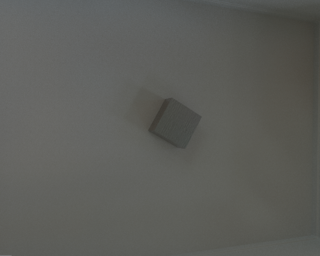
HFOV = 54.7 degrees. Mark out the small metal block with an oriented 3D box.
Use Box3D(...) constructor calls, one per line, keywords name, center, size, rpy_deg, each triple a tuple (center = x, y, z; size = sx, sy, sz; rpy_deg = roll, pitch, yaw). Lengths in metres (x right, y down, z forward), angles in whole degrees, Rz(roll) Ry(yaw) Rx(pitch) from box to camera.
Box3D(name="small metal block", center=(0.020, -0.006, 0.419), size=(0.050, 0.025, 0.050), rpy_deg=(31, 80, -18))
